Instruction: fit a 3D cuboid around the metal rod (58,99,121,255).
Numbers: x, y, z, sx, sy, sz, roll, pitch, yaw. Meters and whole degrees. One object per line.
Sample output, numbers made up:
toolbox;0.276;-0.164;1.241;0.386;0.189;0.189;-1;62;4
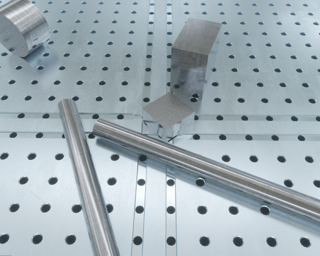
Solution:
metal rod;-0.076;0.076;0.343;0.025;0.025;0.300;-16;52;-13

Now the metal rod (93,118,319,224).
metal rod;0.055;0.048;0.367;0.301;0.025;0.025;20;53;16

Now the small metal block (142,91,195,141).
small metal block;0.011;-0.016;0.421;0.050;0.025;0.050;-33;58;-25

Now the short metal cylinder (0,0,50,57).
short metal cylinder;-0.230;-0.165;0.508;0.080;0.080;0.050;24;54;18

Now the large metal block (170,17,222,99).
large metal block;0.053;-0.103;0.459;0.050;0.080;0.080;16;52;13
